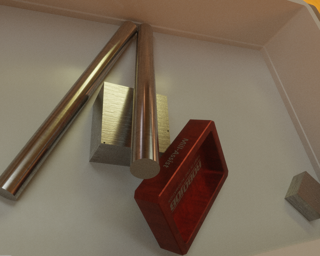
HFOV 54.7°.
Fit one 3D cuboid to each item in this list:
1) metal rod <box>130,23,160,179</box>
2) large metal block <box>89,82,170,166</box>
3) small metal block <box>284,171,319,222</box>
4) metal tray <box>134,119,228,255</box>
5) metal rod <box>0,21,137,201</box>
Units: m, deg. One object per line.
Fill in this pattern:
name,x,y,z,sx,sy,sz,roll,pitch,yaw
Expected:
metal rod,-0.018,-0.060,0.373,0.025,0.025,0.300,19,35,-17
large metal block,-0.036,-0.001,0.372,0.081,0.050,0.080,11,57,-23
small metal block,0.222,0.102,0.466,0.050,0.025,0.050,43,51,1
metal tray,0.032,0.062,0.351,0.131,0.030,0.090,-50,130,-39
metal rod,-0.096,-0.046,0.382,0.025,0.025,0.301,32,51,-8
